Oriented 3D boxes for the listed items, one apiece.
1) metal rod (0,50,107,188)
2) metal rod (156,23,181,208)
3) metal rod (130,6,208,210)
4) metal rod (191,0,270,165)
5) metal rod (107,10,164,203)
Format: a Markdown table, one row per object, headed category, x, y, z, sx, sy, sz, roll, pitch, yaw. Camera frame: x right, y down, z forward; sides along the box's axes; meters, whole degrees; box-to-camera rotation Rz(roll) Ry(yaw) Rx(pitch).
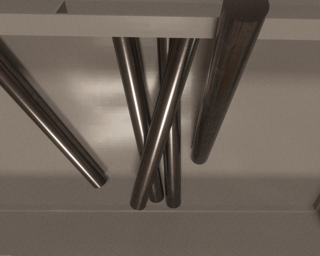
| category | x | y | z | sx | sy | sz | roll | pitch | yaw |
| --- | --- | --- | --- | --- | --- | --- | --- | --- | --- |
| metal rod | -0.153 | -0.021 | 0.388 | 0.025 | 0.025 | 0.299 | -19 | 128 | 15 |
| metal rod | 0.016 | 0.010 | 0.417 | 0.025 | 0.025 | 0.298 | -2 | 130 | 1 |
| metal rod | -0.001 | 0.004 | 0.378 | 0.025 | 0.025 | 0.298 | 9 | 130 | -8 |
| metal rod | 0.052 | -0.013 | 0.309 | 0.025 | 0.025 | 0.299 | -2 | 159 | 1 |
| metal rod | -0.023 | -0.001 | 0.407 | 0.025 | 0.025 | 0.298 | -5 | 130 | 4 |
